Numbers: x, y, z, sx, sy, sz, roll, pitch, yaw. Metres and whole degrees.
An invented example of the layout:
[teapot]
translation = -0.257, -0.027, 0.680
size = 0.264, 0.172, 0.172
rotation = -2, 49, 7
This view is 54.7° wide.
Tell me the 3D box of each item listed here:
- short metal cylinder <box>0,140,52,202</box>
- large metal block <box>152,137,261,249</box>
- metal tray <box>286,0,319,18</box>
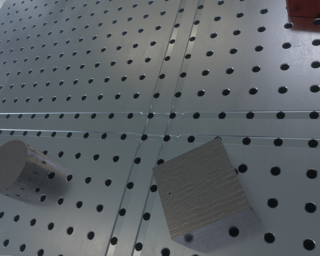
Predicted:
[short metal cylinder]
translation = -0.211, 0.064, 0.464
size = 0.080, 0.050, 0.080
rotation = -13, 56, 21
[large metal block]
translation = 0.047, 0.069, 0.326
size = 0.080, 0.050, 0.080
rotation = -26, 53, 11
[metal tray]
translation = 0.234, -0.204, 0.406
size = 0.090, 0.030, 0.130
rotation = 19, 72, 35
